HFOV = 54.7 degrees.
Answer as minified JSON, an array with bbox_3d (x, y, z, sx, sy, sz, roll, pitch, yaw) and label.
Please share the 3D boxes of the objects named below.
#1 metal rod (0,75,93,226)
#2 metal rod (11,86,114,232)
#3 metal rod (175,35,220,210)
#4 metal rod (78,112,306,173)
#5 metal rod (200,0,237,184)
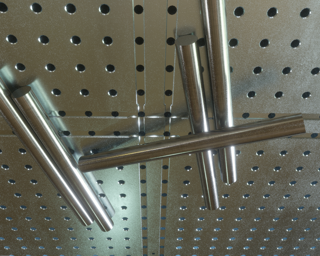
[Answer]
[{"bbox_3d":[-0.163,0.052,0.453,0.025,0.025,0.299,-11,130,9],"label":"metal rod"},{"bbox_3d":[-0.131,0.067,0.466,0.025,0.025,0.299,-11,130,8],"label":"metal rod"},{"bbox_3d":[0.058,0.017,0.426,0.025,0.025,0.298,-9,130,7],"label":"metal rod"},{"bbox_3d":[0.025,0.024,0.404,0.301,0.025,0.025,-12,130,21],"label":"metal rod"},{"bbox_3d":[0.077,-0.035,0.383,0.025,0.025,0.298,-9,130,7],"label":"metal rod"}]
